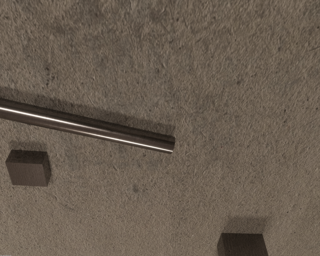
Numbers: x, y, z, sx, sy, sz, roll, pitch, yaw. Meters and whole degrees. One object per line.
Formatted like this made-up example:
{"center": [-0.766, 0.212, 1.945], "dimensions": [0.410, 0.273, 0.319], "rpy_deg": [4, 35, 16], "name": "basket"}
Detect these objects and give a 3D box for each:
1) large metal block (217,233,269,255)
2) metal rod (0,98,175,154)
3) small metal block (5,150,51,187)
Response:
{"center": [0.158, 0.249, 0.586], "dimensions": [0.081, 0.080, 0.050], "rpy_deg": [2, 130, -3], "name": "large metal block"}
{"center": [-0.127, -0.009, 0.397], "dimensions": [0.302, 0.025, 0.025], "rpy_deg": [13, 129, -12], "name": "metal rod"}
{"center": [-0.192, 0.060, 0.455], "dimensions": [0.050, 0.025, 0.050], "rpy_deg": [4, 130, -4], "name": "small metal block"}
